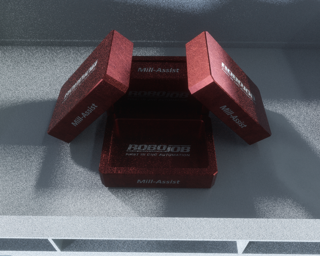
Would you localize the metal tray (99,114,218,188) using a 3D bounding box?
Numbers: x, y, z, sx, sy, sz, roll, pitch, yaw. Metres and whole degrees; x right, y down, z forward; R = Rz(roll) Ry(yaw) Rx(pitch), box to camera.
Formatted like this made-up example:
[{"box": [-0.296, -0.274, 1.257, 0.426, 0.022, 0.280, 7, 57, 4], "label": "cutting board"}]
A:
[{"box": [-0.002, 0.026, 0.376, 0.131, 0.030, 0.090, 1, 50, -1], "label": "metal tray"}]

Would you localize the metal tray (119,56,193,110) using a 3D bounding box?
[{"box": [0.002, -0.066, 0.455, 0.131, 0.030, 0.090, 0, 50, -1], "label": "metal tray"}]

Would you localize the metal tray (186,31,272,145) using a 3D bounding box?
[{"box": [0.085, -0.047, 0.383, 0.030, 0.130, 0.090, -30, 41, 32], "label": "metal tray"}]

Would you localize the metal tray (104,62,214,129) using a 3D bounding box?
[{"box": [-0.002, -0.039, 0.393, 0.131, 0.089, 0.030, 1, 50, 0], "label": "metal tray"}]

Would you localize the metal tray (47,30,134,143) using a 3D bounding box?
[{"box": [-0.087, -0.049, 0.384, 0.030, 0.130, 0.090, 31, 41, -30], "label": "metal tray"}]
